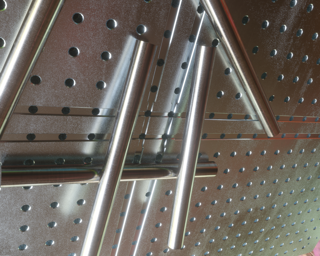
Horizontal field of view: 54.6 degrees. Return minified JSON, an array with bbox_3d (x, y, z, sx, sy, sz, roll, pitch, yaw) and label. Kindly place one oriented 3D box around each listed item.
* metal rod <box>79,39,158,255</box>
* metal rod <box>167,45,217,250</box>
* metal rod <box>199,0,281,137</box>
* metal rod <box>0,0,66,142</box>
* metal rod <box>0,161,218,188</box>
[{"bbox_3d":[-0.056,0.044,0.378,0.025,0.025,0.298,8,105,-32],"label":"metal rod"},{"bbox_3d":[0.040,0.039,0.429,0.025,0.025,0.298,-3,112,-27],"label":"metal rod"},{"bbox_3d":[0.112,-0.084,0.419,0.025,0.025,0.300,-41,129,0],"label":"metal rod"},{"bbox_3d":[-0.139,-0.054,0.301,0.025,0.025,0.299,21,107,-36],"label":"metal rod"},{"bbox_3d":[-0.047,0.060,0.421,0.302,0.025,0.025,2,117,-30],"label":"metal rod"}]
